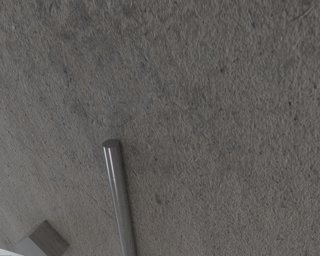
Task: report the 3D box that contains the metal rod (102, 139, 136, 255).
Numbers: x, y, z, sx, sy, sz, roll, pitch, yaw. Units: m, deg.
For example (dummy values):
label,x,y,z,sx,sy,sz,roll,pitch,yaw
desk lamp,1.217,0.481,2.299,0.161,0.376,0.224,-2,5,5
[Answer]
label,x,y,z,sx,sy,sz,roll,pitch,yaw
metal rod,-0.064,0.151,0.534,0.025,0.025,0.298,10,123,23

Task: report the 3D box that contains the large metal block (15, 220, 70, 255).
label,x,y,z,sx,sy,sz,roll,pitch,yaw
large metal block,-0.262,0.262,0.691,0.080,0.050,0.080,49,129,-7
